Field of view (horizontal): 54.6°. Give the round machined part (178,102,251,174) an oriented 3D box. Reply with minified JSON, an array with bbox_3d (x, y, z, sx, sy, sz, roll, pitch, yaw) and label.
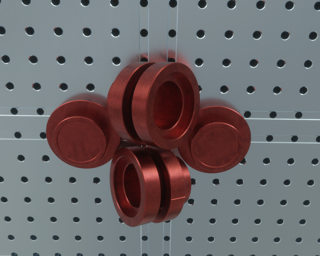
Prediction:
[{"bbox_3d":[0.072,0.018,0.411,0.099,0.042,0.097,0,110,0],"label":"round machined part"}]

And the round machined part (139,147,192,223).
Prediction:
[{"bbox_3d":[0.005,0.072,0.411,0.042,0.098,0.097,-3,114,-33],"label":"round machined part"}]

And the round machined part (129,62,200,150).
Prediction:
[{"bbox_3d":[0.002,-0.027,0.357,0.042,0.099,0.097,11,116,39],"label":"round machined part"}]

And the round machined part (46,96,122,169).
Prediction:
[{"bbox_3d":[-0.101,0.011,0.407,0.099,0.042,0.097,0,110,0],"label":"round machined part"}]

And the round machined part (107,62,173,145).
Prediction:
[{"bbox_3d":[-0.025,-0.031,0.375,0.042,0.099,0.097,11,116,39],"label":"round machined part"}]

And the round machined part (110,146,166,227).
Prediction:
[{"bbox_3d":[-0.025,0.072,0.396,0.042,0.098,0.097,-3,114,-33],"label":"round machined part"}]
